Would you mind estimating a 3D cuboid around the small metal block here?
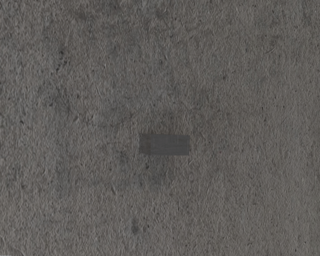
[{"bbox_3d":[0.004,0.021,0.397,0.050,0.050,0.025,2,90,-20],"label":"small metal block"}]
